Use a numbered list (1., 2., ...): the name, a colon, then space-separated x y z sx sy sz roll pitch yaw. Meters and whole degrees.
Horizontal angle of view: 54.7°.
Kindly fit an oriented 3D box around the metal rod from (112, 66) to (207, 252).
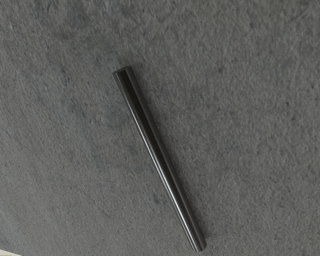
1. metal rod: 0.007 0.057 0.436 0.025 0.025 0.299 -10 114 32
